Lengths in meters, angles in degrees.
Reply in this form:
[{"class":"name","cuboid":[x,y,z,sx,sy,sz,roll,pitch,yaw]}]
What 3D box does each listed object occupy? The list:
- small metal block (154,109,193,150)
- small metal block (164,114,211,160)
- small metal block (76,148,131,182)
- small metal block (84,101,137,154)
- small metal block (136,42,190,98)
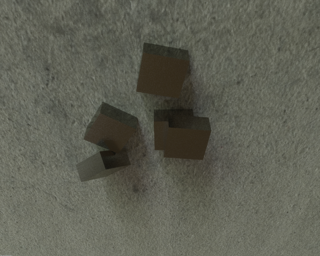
[{"class":"small metal block","cuboid":[0.018,0.002,0.410,0.050,0.025,0.050,-1,130,0]},{"class":"small metal block","cuboid":[0.032,0.012,0.385,0.050,0.025,0.050,4,130,-5]},{"class":"small metal block","cuboid":[-0.078,0.051,0.428,0.050,0.025,0.050,-29,166,31]},{"class":"small metal block","cuboid":[-0.065,0.000,0.406,0.050,0.025,0.050,25,124,-20]},{"class":"small metal block","cuboid":[0.002,-0.065,0.352,0.050,0.025,0.050,8,130,-8]}]
